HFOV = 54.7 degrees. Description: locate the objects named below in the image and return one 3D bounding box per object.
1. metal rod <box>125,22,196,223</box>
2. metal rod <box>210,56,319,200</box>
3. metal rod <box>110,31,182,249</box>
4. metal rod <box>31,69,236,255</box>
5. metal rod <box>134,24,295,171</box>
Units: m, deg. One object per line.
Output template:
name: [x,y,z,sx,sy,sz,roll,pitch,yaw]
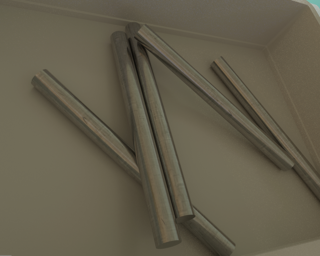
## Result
metal rod: [-0.008,-0.029,0.399,0.025,0.025,0.299,3,55,-27]
metal rod: [0.183,0.005,0.500,0.025,0.025,0.299,-29,78,-37]
metal rod: [-0.026,-0.011,0.373,0.025,0.025,0.299,3,53,-27]
metal rod: [-0.032,0.042,0.362,0.300,0.025,0.025,43,51,1]
metal rod: [0.085,-0.039,0.454,0.300,0.025,0.025,40,51,-9]
